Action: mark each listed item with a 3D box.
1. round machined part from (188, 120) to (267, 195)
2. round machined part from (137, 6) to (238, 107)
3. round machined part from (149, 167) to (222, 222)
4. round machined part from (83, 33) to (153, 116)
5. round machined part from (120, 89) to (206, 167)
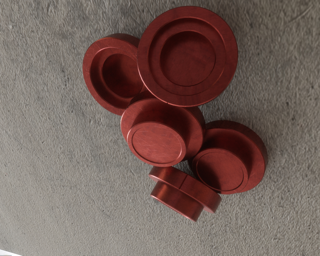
[{"bbox_3d":[0.078,0.042,0.381,0.098,0.042,0.097,13,124,20],"label":"round machined part"},{"bbox_3d":[0.029,-0.070,0.320,0.098,0.042,0.097,0,92,10],"label":"round machined part"},{"bbox_3d":[0.027,0.087,0.403,0.098,0.042,0.098,29,167,8],"label":"round machined part"},{"bbox_3d":[-0.041,-0.066,0.376,0.098,0.042,0.097,13,124,20],"label":"round machined part"},{"bbox_3d":[0.001,0.007,0.357,0.098,0.042,0.097,9,131,10],"label":"round machined part"}]
